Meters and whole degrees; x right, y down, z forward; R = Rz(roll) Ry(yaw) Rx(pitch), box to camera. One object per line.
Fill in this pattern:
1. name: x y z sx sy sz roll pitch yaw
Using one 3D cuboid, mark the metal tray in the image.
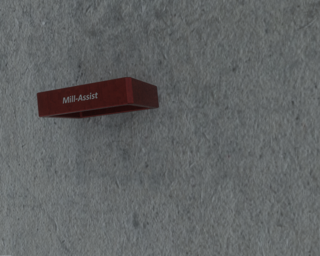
1. metal tray: -0.078 -0.035 0.402 0.130 0.090 0.030 -6 88 20
